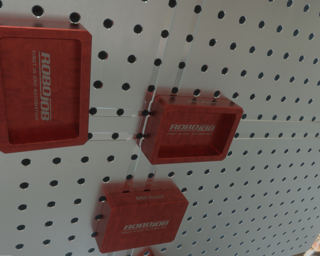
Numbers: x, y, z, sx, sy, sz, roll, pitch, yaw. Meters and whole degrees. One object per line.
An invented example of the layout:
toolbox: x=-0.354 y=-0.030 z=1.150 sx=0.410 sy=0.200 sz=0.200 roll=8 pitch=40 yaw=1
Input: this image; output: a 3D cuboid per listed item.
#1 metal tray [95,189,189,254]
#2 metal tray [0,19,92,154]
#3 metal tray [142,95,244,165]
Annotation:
metal tray: x=-0.027 y=0.144 z=0.484 sx=0.131 sy=0.030 sz=0.089 roll=3 pitch=117 yaw=-30
metal tray: x=-0.121 y=-0.040 z=0.317 sx=0.091 sy=0.030 sz=0.129 roll=-6 pitch=121 yaw=-26
metal tray: x=0.047 y=0.004 z=0.437 sx=0.131 sy=0.030 sz=0.089 roll=0 pitch=118 yaw=-29
